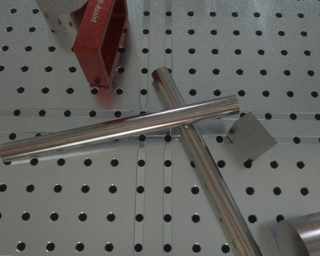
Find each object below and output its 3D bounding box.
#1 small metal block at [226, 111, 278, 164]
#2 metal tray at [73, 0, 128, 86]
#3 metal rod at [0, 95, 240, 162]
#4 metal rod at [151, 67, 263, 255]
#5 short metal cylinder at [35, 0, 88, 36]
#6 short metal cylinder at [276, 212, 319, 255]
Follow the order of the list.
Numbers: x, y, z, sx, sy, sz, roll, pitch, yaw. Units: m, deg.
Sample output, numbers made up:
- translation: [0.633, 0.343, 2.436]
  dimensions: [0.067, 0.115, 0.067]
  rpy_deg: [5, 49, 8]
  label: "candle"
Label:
- translation: [0.115, 0.014, 0.395]
  dimensions: [0.025, 0.050, 0.050]
  rpy_deg: [-33, 74, -11]
  label: "small metal block"
- translation: [-0.076, -0.135, 0.425]
  dimensions: [0.030, 0.090, 0.130]
  rpy_deg: [10, 70, 3]
  label: "metal tray"
- translation: [-0.052, 0.001, 0.393]
  dimensions: [0.302, 0.025, 0.025]
  rpy_deg: [-12, 71, 2]
  label: "metal rod"
- translation: [0.059, 0.049, 0.394]
  dimensions: [0.025, 0.025, 0.299]
  rpy_deg: [-22, 72, -8]
  label: "metal rod"
- translation: [-0.139, -0.186, 0.465]
  dimensions: [0.081, 0.050, 0.080]
  rpy_deg: [0, 70, 0]
  label: "short metal cylinder"
- translation: [0.170, 0.135, 0.335]
  dimensions: [0.050, 0.080, 0.080]
  rpy_deg: [-11, 71, -4]
  label: "short metal cylinder"
